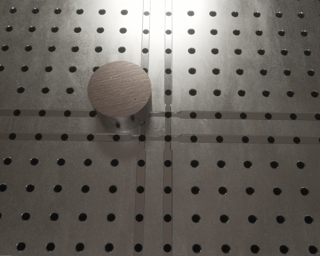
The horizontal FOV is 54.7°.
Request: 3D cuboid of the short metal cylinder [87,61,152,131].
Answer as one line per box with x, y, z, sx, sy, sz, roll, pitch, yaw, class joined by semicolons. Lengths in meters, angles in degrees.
-0.051;-0.042;0.413;0.081;0.050;0.080;0;70;-1;short metal cylinder
